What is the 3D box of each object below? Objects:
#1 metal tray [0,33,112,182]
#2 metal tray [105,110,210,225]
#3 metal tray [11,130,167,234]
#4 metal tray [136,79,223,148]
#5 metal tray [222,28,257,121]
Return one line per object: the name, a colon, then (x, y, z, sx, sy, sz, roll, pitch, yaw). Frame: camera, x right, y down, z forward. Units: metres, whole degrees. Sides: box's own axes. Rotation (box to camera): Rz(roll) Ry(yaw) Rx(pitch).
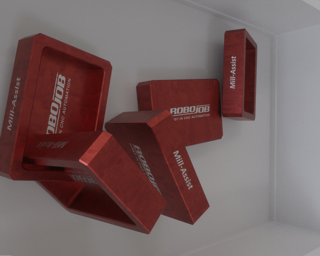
metal tray: (-0.099, -0.014, 0.305, 0.091, 0.030, 0.129, 14, 82, -50)
metal tray: (-0.004, 0.044, 0.360, 0.030, 0.090, 0.129, -36, 113, -34)
metal tray: (-0.068, 0.046, 0.278, 0.090, 0.130, 0.030, 55, 52, -28)
metal tray: (0.032, -0.021, 0.430, 0.131, 0.030, 0.089, -9, 96, -40)
metal tray: (0.128, -0.079, 0.489, 0.090, 0.030, 0.129, 6, 86, -61)
